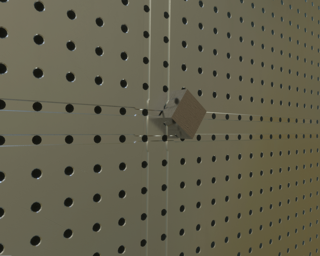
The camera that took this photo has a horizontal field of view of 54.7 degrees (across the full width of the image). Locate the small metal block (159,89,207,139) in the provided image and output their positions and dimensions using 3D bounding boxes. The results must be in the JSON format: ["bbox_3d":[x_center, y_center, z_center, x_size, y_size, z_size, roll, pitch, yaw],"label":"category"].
[{"bbox_3d":[0.034,-0.019,0.440,0.050,0.025,0.050,44,63,-32],"label":"small metal block"}]
